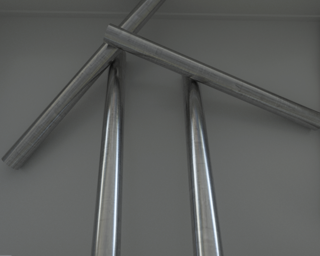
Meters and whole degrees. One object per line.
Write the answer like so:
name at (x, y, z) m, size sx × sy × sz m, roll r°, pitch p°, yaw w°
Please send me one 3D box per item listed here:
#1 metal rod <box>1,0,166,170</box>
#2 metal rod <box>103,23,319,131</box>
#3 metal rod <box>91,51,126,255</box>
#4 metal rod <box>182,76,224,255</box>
metal rod at (-0.095, -0.070, 0.408) m, size 0.025 × 0.025 × 0.300 m, roll 38°, pitch 84°, yaw 12°
metal rod at (0.073, -0.064, 0.402) m, size 0.302 × 0.025 × 0.025 m, roll 22°, pitch 71°, yaw -5°
metal rod at (-0.053, 0.007, 0.351) m, size 0.025 × 0.025 × 0.300 m, roll -3°, pitch 49°, yaw -1°
metal rod at (0.041, 0.026, 0.335) m, size 0.025 × 0.025 × 0.300 m, roll 1°, pitch 45°, yaw 0°
